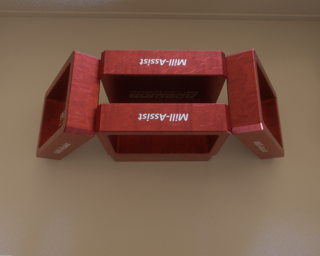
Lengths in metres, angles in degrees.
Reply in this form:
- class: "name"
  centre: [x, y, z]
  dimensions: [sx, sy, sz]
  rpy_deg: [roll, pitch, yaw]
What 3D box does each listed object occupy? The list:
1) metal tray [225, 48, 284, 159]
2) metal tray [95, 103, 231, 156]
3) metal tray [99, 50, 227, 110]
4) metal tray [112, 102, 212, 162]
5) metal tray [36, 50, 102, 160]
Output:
- class: "metal tray"
  centre: [0.114, -0.021, 0.362]
  dimensions: [0.030, 0.130, 0.090]
  rpy_deg: [-11, 68, 28]
- class: "metal tray"
  centre: [0.003, 0.005, 0.340]
  dimensions: [0.131, 0.090, 0.030]
  rpy_deg: [0, 70, -1]
- class: "metal tray"
  centre: [0.003, -0.052, 0.360]
  dimensions: [0.131, 0.090, 0.030]
  rpy_deg: [0, 70, 0]
- class: "metal tray"
  centre: [0.002, -0.003, 0.407]
  dimensions: [0.131, 0.030, 0.090]
  rpy_deg: [0, 70, -1]
- class: "metal tray"
  centre: [-0.109, -0.019, 0.360]
  dimensions: [0.030, 0.130, 0.090]
  rpy_deg: [12, 68, -30]
